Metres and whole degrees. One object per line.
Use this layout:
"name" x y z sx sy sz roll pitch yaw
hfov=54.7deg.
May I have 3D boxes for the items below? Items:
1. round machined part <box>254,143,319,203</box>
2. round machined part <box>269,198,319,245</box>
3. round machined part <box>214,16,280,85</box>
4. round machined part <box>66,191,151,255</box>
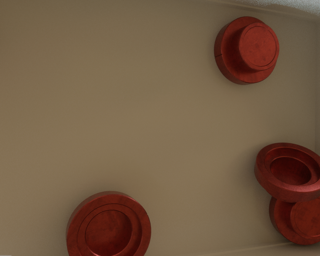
"round machined part" 0.188 0.069 0.451 0.099 0.098 0.042 -18 132 -19
"round machined part" 0.221 0.129 0.469 0.099 0.042 0.097 0 89 -3
"round machined part" 0.132 -0.114 0.450 0.099 0.042 0.097 0 90 -20
"round machined part" -0.064 0.125 0.378 0.099 0.042 0.097 0 90 -20
